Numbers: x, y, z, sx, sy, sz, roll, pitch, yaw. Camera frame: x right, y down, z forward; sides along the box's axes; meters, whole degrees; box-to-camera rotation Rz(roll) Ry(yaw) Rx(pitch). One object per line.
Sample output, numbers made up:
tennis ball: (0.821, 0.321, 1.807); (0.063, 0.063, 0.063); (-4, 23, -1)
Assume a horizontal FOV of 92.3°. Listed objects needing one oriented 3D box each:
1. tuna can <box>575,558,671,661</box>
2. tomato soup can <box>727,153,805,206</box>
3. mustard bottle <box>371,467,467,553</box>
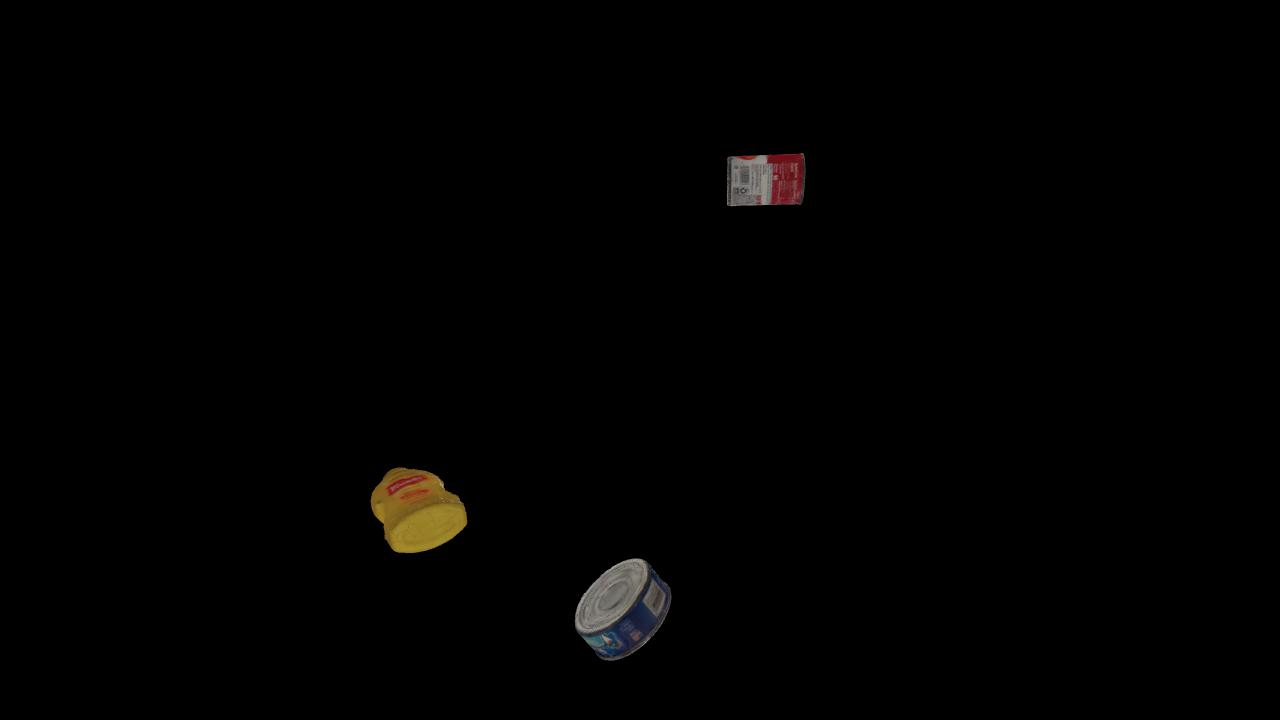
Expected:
tuna can: (-0.016, 0.215, 0.537); (0.084, 0.034, 0.084); (-35, 14, 10)
tomato soup can: (0.169, -0.244, 0.839); (0.101, 0.068, 0.068); (0, 0, 7)
mustard bottle: (-0.291, 0.179, 0.781); (0.092, 0.054, 0.184); (-22, 22, -29)
